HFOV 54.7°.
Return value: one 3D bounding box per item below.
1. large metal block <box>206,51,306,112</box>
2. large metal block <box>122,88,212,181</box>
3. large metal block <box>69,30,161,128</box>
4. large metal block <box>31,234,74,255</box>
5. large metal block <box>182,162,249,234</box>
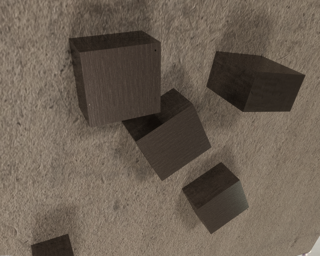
[{"bbox_3d":[0.121,-0.061,0.402,0.081,0.080,0.050,-2,119,-28],"label":"large metal block"},{"bbox_3d":[0.010,0.009,0.403,0.080,0.050,0.080,-34,129,-6],"label":"large metal block"},{"bbox_3d":[-0.046,-0.055,0.333,0.081,0.050,0.079,-14,124,-21],"label":"large metal block"},{"bbox_3d":[-0.140,0.210,0.426,0.050,0.080,0.079,-12,124,-23],"label":"large metal block"},{"bbox_3d":[0.094,0.117,0.517,0.080,0.050,0.080,-33,129,-7],"label":"large metal block"}]
